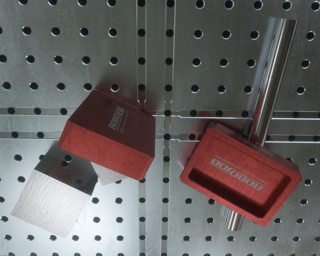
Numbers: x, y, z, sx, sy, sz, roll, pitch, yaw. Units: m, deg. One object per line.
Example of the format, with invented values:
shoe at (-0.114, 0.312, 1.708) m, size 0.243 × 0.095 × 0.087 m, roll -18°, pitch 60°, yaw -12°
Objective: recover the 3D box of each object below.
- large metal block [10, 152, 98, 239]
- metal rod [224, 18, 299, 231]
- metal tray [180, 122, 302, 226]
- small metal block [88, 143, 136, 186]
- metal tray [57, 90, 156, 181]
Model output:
large metal block at (-0.145, 0.094, 0.433) m, size 0.080 × 0.050 × 0.080 m, roll 29°, pitch 107°, yaw -11°
metal rod at (0.131, 0.010, 0.418) m, size 0.025 × 0.025 × 0.298 m, roll 7°, pitch 110°, yaw -3°
metal tray at (0.104, 0.061, 0.412) m, size 0.130 × 0.030 × 0.089 m, roll 29°, pitch 113°, yaw 6°
small metal block at (-0.065, 0.046, 0.430) m, size 0.050 × 0.025 × 0.050 m, roll -19°, pitch 109°, yaw 6°
metal tray at (-0.052, 0.002, 0.357) m, size 0.090 × 0.130 × 0.030 m, roll 24°, pitch 108°, yaw -9°
